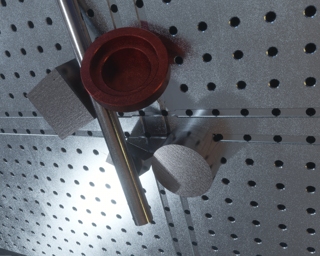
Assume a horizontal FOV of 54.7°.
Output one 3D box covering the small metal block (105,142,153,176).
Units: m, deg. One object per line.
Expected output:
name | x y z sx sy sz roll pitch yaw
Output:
small metal block | -0.040 0.043 0.437 0.050 0.050 0.025 24 100 13

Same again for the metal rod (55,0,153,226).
metal rod | -0.068 -0.018 0.389 0.025 0.025 0.298 -14 98 33

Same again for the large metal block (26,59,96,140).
large metal block | -0.125 -0.040 0.434 0.080 0.050 0.080 -27 104 37

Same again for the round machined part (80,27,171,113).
round machined part | -0.037 -0.063 0.356 0.098 0.098 0.042 22 165 14

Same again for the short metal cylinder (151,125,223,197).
short metal cylinder | 0.036 0.042 0.401 0.080 0.050 0.079 13 124 20
